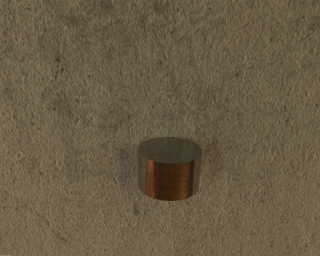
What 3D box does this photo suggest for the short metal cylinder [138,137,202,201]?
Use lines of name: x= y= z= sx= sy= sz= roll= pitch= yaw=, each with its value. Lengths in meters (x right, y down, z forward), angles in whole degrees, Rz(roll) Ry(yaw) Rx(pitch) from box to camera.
short metal cylinder: x=0.012 y=0.050 z=0.399 sx=0.080 sy=0.080 sz=0.050 roll=2 pitch=110 yaw=-1
